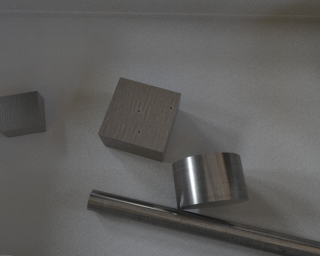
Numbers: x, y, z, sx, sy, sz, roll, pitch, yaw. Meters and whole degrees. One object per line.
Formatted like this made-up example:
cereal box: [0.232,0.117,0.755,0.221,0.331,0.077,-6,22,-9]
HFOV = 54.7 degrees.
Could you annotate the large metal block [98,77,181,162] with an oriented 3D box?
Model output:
large metal block: [-0.024,-0.010,0.400,0.080,0.050,0.080,16,71,5]

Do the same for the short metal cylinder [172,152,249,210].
short metal cylinder: [0.057,0.063,0.358,0.081,0.080,0.050,-6,70,-3]

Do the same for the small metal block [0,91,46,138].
small metal block: [-0.183,-0.018,0.414,0.050,0.025,0.050,-10,70,-4]

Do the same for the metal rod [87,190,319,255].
metal rod: [0.063,0.119,0.366,0.302,0.025,0.025,12,71,4]
